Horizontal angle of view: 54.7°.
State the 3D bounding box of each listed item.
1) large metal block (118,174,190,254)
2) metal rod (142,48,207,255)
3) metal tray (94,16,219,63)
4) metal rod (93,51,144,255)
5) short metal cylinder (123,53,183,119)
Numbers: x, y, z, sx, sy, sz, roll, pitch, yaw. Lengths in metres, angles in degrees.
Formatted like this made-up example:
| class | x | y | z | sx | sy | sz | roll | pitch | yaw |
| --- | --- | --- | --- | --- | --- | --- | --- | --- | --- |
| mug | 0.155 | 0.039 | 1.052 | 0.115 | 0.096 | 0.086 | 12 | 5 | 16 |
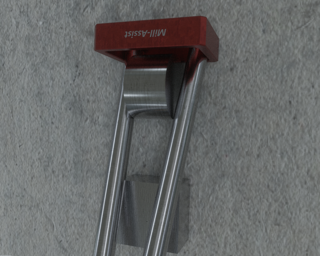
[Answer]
| class | x | y | z | sx | sy | sz | roll | pitch | yaw |
| --- | --- | --- | --- | --- | --- | --- | --- | --- | --- |
| large metal block | -0.008 | 0.105 | 0.396 | 0.080 | 0.050 | 0.079 | 2 | 91 | 19 |
| metal rod | 0.015 | 0.046 | 0.355 | 0.025 | 0.025 | 0.299 | 9 | 78 | 19 |
| metal tray | -0.001 | -0.102 | 0.375 | 0.130 | 0.090 | 0.030 | 3 | 91 | 19 |
| metal rod | -0.051 | 0.042 | 0.379 | 0.025 | 0.025 | 0.299 | 2 | 76 | 19 |
| short metal cylinder | -0.005 | -0.050 | 0.382 | 0.050 | 0.080 | 0.079 | 2 | 91 | 19 |
